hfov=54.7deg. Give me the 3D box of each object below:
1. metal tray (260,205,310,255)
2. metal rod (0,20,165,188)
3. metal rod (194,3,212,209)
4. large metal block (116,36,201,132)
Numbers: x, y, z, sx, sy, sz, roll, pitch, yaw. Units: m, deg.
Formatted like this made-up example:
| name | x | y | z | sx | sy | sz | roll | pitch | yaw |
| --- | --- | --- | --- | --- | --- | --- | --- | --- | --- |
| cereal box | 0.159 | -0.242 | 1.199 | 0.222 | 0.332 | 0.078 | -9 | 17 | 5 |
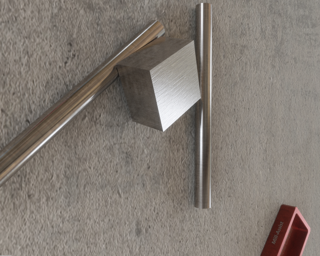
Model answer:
| name | x | y | z | sx | sy | sz | roll | pitch | yaw |
| --- | --- | --- | --- | --- | --- | --- | --- | --- | --- |
| metal tray | 0.252 | 0.231 | 0.616 | 0.090 | 0.030 | 0.130 | 50 | 60 | -29 |
| metal rod | -0.090 | -0.029 | 0.330 | 0.301 | 0.025 | 0.025 | -49 | 120 | -29 |
| metal rod | 0.064 | -0.032 | 0.460 | 0.025 | 0.025 | 0.298 | 0 | 90 | -40 |
| large metal block | 0.002 | -0.055 | 0.375 | 0.080 | 0.050 | 0.080 | -42 | 135 | -34 |
